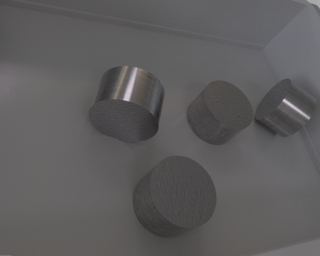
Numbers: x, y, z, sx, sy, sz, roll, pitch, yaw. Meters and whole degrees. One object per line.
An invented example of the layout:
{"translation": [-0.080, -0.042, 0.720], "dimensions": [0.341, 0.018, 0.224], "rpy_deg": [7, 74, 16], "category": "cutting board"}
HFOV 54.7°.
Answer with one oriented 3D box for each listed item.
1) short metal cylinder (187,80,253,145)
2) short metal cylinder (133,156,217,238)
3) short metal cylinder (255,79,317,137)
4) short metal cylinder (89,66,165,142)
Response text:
{"translation": [0.086, -0.022, 0.449], "dimensions": [0.081, 0.050, 0.080], "rpy_deg": [14, 56, -21], "category": "short metal cylinder"}
{"translation": [0.016, 0.078, 0.350], "dimensions": [0.081, 0.050, 0.080], "rpy_deg": [14, 56, -21], "category": "short metal cylinder"}
{"translation": [0.200, -0.032, 0.497], "dimensions": [0.050, 0.080, 0.080], "rpy_deg": [34, 51, -6], "category": "short metal cylinder"}
{"translation": [-0.038, -0.027, 0.366], "dimensions": [0.080, 0.080, 0.050], "rpy_deg": [22, 54, -16], "category": "short metal cylinder"}
